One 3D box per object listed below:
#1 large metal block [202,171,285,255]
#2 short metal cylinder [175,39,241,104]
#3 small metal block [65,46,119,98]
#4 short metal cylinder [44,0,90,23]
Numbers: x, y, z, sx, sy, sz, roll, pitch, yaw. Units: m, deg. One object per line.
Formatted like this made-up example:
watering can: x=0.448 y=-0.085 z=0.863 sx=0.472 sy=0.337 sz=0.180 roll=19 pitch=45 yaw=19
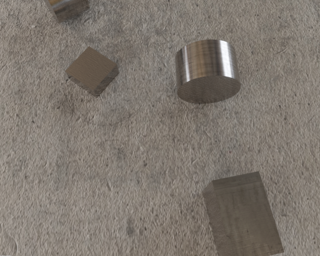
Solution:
large metal block: x=0.086 y=0.099 z=0.343 sx=0.050 sy=0.080 sz=0.080 roll=-11 pitch=71 yaw=-4
short metal cylinder: x=0.061 y=-0.071 z=0.405 sx=0.081 sy=0.080 sz=0.050 roll=-2 pitch=70 yaw=-1
small metal block: x=-0.094 y=-0.079 z=0.436 sx=0.050 sy=0.025 sz=0.050 roll=34 pitch=73 yaw=11
short metal cylinder: x=-0.146 y=-0.201 z=0.451 sx=0.050 sy=0.080 sz=0.080 roll=-31 pitch=73 yaw=-11
